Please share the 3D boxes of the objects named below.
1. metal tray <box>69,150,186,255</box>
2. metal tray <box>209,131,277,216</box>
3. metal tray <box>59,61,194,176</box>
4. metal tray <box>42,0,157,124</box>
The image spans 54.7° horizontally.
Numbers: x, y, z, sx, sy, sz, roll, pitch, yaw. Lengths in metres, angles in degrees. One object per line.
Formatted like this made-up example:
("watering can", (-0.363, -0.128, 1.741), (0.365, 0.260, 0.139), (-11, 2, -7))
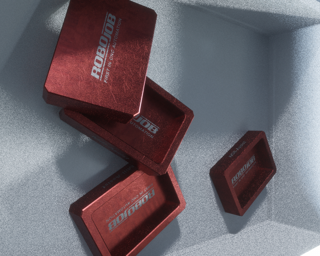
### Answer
("metal tray", (-0.032, 0.096, 0.378), (0.131, 0.030, 0.090), (-34, 112, -35))
("metal tray", (0.146, 0.074, 0.528), (0.131, 0.030, 0.090), (-37, 113, -34))
("metal tray", (-0.033, -0.015, 0.353), (0.130, 0.030, 0.090), (35, 67, -17))
("metal tray", (-0.058, -0.078, 0.321), (0.091, 0.030, 0.130), (15, 69, -18))
